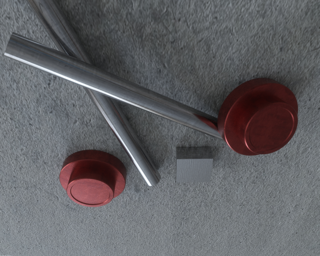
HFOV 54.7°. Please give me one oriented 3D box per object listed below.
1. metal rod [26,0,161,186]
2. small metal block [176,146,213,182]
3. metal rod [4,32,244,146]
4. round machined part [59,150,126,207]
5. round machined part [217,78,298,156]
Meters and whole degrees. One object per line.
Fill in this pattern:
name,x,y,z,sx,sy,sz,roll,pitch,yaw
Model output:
metal rod,-0.065,-0.028,0.382,0.025,0.025,0.299,-17,129,13
small metal block,0.049,0.054,0.454,0.050,0.025,0.050,-1,130,0
metal rod,-0.015,-0.032,0.357,0.302,0.025,0.025,20,128,-25
round machined part,-0.101,0.082,0.465,0.099,0.042,0.097,0,130,0
round machined part,0.123,-0.007,0.373,0.099,0.042,0.097,-7,119,-13
